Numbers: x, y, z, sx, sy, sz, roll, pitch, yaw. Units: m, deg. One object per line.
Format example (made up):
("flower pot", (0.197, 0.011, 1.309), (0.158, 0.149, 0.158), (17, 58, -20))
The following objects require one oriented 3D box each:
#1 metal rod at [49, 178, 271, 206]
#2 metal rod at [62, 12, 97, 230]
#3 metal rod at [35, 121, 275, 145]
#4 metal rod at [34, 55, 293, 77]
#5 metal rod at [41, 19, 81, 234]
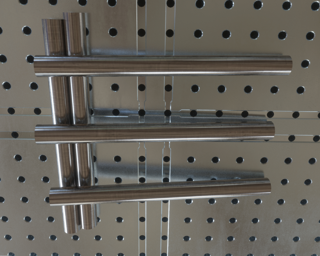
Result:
("metal rod", (0.005, 0.088, 0.430), (0.302, 0.025, 0.025), (-1, 110, -7))
("metal rod", (-0.104, 0.005, 0.413), (0.025, 0.025, 0.298), (1, 110, -1))
("metal rod", (-0.001, 0.006, 0.399), (0.302, 0.025, 0.025), (-1, 110, -7))
("metal rod", (0.009, -0.074, 0.371), (0.302, 0.025, 0.025), (-1, 110, -7))
("metal rod", (-0.129, 0.012, 0.415), (0.025, 0.025, 0.298), (1, 110, -1))
